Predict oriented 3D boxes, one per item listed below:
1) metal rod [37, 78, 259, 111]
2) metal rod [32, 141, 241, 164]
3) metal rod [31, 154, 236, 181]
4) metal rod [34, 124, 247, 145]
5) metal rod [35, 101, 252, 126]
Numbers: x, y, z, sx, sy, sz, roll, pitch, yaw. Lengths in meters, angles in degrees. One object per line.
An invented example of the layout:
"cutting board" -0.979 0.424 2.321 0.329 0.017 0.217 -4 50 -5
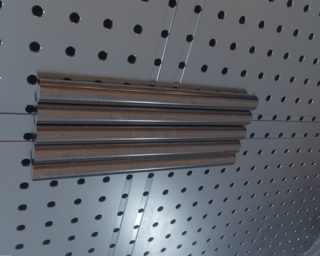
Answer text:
"metal rod" 0.007 -0.039 0.393 0.303 0.025 0.025 0 118 -29
"metal rod" -0.011 0.028 0.424 0.303 0.025 0.025 0 118 -29
"metal rod" -0.017 0.049 0.434 0.303 0.025 0.025 0 119 -29
"metal rod" -0.005 0.006 0.414 0.303 0.025 0.025 0 118 -29
"metal rod" 0.001 -0.017 0.403 0.303 0.025 0.025 0 118 -29
